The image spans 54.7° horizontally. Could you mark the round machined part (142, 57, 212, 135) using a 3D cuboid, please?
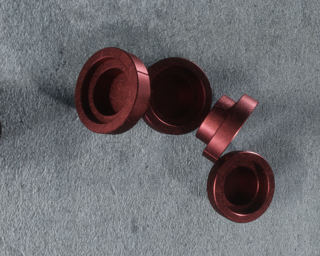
[{"bbox_3d":[0.015,-0.040,0.405,0.099,0.042,0.097,0,90,-20],"label":"round machined part"}]

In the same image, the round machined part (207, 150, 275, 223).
[{"bbox_3d":[0.110,0.080,0.440,0.099,0.042,0.097,0,90,-20],"label":"round machined part"}]

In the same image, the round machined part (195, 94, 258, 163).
[{"bbox_3d":[0.083,-0.005,0.407,0.042,0.098,0.098,35,77,12],"label":"round machined part"}]

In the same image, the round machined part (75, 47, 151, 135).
[{"bbox_3d":[-0.050,-0.041,0.361,0.042,0.098,0.097,9,87,-55],"label":"round machined part"}]
